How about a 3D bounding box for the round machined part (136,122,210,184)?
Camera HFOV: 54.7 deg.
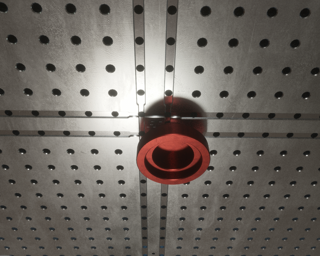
[{"bbox_3d":[0.018,0.031,0.427,0.099,0.042,0.097,-1,130,0],"label":"round machined part"}]
